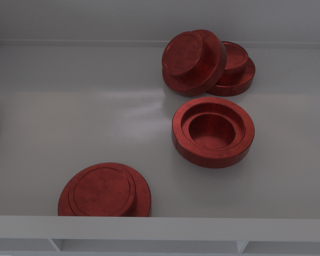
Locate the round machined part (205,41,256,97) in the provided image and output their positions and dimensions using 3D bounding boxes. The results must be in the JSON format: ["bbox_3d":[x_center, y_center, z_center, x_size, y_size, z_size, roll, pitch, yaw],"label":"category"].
[{"bbox_3d":[0.097,-0.097,0.476,0.099,0.042,0.098,0,50,0],"label":"round machined part"}]

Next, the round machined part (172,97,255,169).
[{"bbox_3d":[0.063,0.010,0.386,0.099,0.042,0.098,0,50,0],"label":"round machined part"}]

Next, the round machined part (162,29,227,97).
[{"bbox_3d":[0.042,-0.098,0.442,0.098,0.042,0.098,-15,63,34],"label":"round machined part"}]

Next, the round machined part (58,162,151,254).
[{"bbox_3d":[-0.059,0.077,0.329,0.099,0.042,0.098,0,50,0],"label":"round machined part"}]
